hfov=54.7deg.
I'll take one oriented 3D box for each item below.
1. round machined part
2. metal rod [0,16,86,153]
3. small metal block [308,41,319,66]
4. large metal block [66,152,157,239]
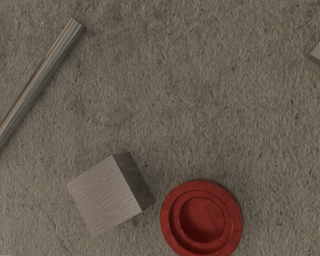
[{"bbox_3d":[0.053,0.110,0.381,0.098,0.042,0.097,0,90,20],"label":"round machined part"},{"bbox_3d":[-0.210,-0.042,0.483,0.025,0.025,0.299,43,103,15],"label":"metal rod"},{"bbox_3d":[0.201,-0.087,0.338,0.050,0.025,0.050,36,101,16],"label":"small metal block"},{"bbox_3d":[-0.065,0.088,0.418,0.080,0.050,0.080,-33,80,17],"label":"large metal block"}]
